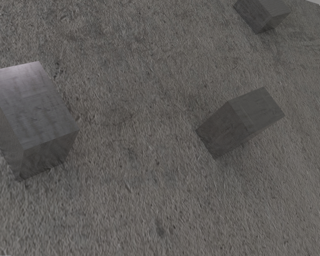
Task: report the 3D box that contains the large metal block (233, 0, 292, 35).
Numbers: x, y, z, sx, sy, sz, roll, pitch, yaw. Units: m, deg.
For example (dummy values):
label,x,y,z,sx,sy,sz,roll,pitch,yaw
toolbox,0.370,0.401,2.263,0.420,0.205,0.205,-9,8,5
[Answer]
label,x,y,z,sx,sy,sz,roll,pitch,yaw
large metal block,0.217,-0.253,0.659,0.081,0.050,0.080,-26,76,-37

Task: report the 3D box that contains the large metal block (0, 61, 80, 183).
label,x,y,z,sx,sy,sz,roll,pitch,yaw
large metal block,-0.129,-0.004,0.302,0.050,0.080,0.080,-25,75,-37

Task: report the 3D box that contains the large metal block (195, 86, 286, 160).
label,x,y,z,sx,sy,sz,roll,pitch,yaw
large metal block,0.110,-0.006,0.431,0.081,0.080,0.050,-22,74,-36
